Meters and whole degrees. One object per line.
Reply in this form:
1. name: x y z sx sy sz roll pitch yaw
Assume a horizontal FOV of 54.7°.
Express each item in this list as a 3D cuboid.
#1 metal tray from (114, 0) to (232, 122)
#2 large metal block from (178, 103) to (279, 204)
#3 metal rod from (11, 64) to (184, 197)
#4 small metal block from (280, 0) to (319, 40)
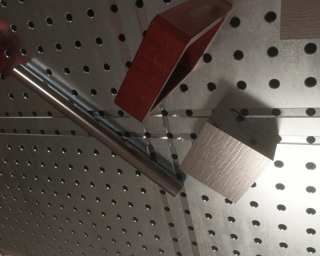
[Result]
1. metal tray: 0.016 -0.071 0.290 0.030 0.131 0.089 36 129 4
2. large metal block: 0.081 0.030 0.371 0.080 0.050 0.079 31 128 7
3. metal rod: -0.093 0.002 0.459 0.301 0.025 0.025 36 129 3
4. small metal block: 0.135 -0.107 0.274 0.050 0.025 0.050 5 121 25
